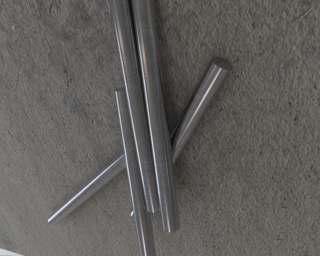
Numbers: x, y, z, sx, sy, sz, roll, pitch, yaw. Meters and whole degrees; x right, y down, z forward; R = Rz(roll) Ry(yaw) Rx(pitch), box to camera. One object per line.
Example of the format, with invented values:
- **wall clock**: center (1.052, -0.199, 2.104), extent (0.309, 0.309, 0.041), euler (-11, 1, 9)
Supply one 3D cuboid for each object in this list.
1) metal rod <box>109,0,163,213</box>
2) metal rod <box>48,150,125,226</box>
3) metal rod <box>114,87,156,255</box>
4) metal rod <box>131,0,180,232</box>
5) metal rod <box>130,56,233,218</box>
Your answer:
- **metal rod**: center (-0.027, -0.025, 0.386), extent (0.025, 0.025, 0.298), euler (3, 114, 27)
- **metal rod**: center (-0.131, 0.113, 0.545), extent (0.025, 0.025, 0.299), euler (46, 129, -4)
- **metal rod**: center (-0.031, 0.090, 0.448), extent (0.025, 0.025, 0.298), euler (4, 112, 26)
- **metal rod**: center (-0.002, -0.002, 0.380), extent (0.025, 0.025, 0.298), euler (3, 112, 26)
- **metal rod**: center (0.014, 0.036, 0.421), extent (0.025, 0.025, 0.298), euler (32, 129, 7)
